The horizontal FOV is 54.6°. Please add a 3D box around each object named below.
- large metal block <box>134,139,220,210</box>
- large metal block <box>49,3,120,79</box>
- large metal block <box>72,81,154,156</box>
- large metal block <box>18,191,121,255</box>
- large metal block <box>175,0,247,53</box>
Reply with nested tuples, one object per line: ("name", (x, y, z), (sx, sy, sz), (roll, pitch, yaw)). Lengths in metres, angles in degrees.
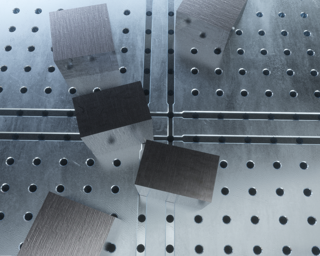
("large metal block", (0.019, 0.057, 0.362), (0.080, 0.080, 0.050), (12, 71, 4))
("large metal block", (-0.107, -0.123, 0.443), (0.080, 0.050, 0.080), (-11, 70, -4))
("large metal block", (-0.054, -0.009, 0.386), (0.080, 0.080, 0.050), (-15, 71, -5))
("large metal block", (-0.100, 0.127, 0.352), (0.080, 0.050, 0.080), (20, 71, 7))
("large metal block", (0.077, -0.172, 0.462), (0.080, 0.050, 0.080), (25, 72, 9))
